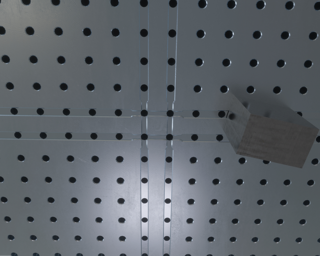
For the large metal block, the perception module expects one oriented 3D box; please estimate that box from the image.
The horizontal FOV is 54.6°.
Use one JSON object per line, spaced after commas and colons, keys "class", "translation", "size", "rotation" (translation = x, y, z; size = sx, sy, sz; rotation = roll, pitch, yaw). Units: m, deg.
{"class": "large metal block", "translation": [0.132, 0.002, 0.386], "size": [0.080, 0.080, 0.050], "rotation": [13, 110, -5]}
